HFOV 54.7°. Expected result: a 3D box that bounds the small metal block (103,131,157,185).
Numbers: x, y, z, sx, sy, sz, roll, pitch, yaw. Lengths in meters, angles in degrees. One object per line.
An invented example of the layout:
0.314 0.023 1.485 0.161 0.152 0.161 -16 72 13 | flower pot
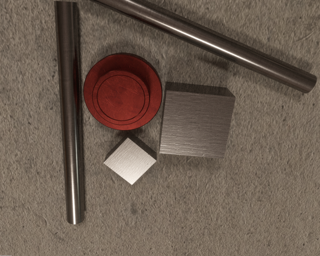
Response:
-0.040 0.041 0.424 0.050 0.025 0.050 41 105 -14 | small metal block

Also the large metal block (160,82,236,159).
0.043 -0.011 0.393 0.081 0.050 0.079 5 110 -3 | large metal block

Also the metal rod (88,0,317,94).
0.050 -0.109 0.370 0.302 0.025 0.025 21 109 -8 | metal rod

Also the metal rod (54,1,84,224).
-0.116 -0.005 0.406 0.025 0.025 0.298 3 110 -2 | metal rod

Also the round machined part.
-0.046 -0.042 0.385 0.099 0.042 0.097 0 110 -1 | round machined part
